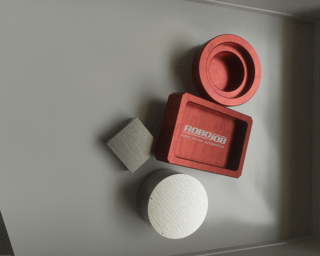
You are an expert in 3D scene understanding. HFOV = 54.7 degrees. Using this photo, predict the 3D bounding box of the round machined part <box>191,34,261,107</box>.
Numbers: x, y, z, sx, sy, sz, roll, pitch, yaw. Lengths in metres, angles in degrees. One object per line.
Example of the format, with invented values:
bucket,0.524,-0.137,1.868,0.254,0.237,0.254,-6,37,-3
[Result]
round machined part,0.088,-0.078,0.435,0.099,0.042,0.097,0,90,-21

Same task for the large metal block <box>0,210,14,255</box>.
large metal block,-0.198,0.125,0.301,0.050,0.080,0.080,-12,96,21

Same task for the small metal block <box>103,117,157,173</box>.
small metal block,-0.036,0.021,0.398,0.050,0.025,0.050,-42,104,-15

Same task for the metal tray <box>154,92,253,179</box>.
metal tray,0.063,0.013,0.418,0.131,0.030,0.090,16,84,-32

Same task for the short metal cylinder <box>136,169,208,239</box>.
short metal cylinder,0.015,0.096,0.404,0.081,0.050,0.079,0,90,-21
